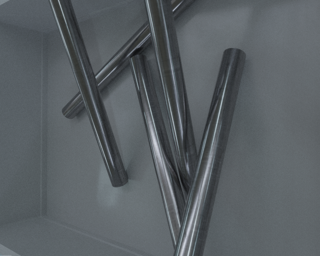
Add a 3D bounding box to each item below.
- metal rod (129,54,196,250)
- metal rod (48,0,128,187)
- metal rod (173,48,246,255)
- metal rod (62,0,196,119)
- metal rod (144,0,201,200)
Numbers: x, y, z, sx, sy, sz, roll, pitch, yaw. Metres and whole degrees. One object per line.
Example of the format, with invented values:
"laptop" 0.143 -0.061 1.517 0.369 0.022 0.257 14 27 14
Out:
"metal rod" 0.004 0.039 0.375 0.025 0.025 0.299 -32 62 35
"metal rod" -0.094 -0.054 0.406 0.025 0.025 0.298 4 117 40
"metal rod" 0.042 0.055 0.293 0.025 0.025 0.299 0 65 40
"metal rod" -0.058 -0.099 0.454 0.299 0.025 0.025 -36 68 34
"metal rod" 0.012 -0.052 0.318 0.025 0.025 0.298 8 120 40
